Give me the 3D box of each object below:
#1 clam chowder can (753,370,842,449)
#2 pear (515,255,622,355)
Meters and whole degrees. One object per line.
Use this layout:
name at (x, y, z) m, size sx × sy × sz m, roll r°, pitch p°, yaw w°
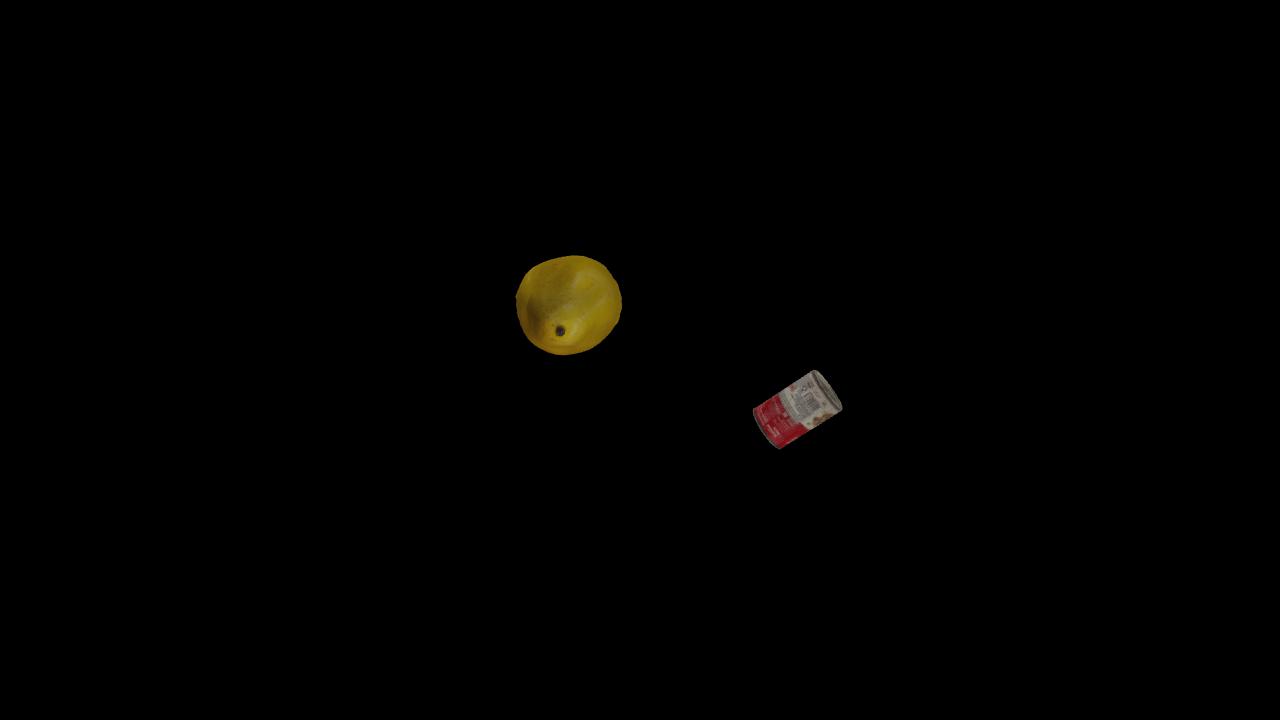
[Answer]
clam chowder can at (0.216, 0.067, 0.844) m, size 0.102 × 0.068 × 0.068 m, roll -38°, pitch -15°, yaw 21°
pear at (-0.057, -0.030, 0.446) m, size 0.080 × 0.080 × 0.111 m, roll 0°, pitch 27°, yaw 9°
